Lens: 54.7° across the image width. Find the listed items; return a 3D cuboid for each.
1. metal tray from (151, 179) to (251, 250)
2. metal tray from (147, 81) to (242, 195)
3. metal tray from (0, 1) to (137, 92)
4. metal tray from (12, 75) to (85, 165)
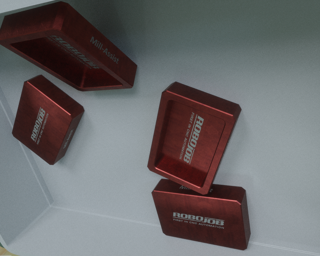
[{"bbox_3d":[0.060,0.124,0.451,0.130,0.030,0.089,1,119,27],"label":"metal tray"},{"bbox_3d":[0.039,0.016,0.394,0.090,0.030,0.129,22,127,14],"label":"metal tray"},{"bbox_3d":[-0.098,-0.083,0.352,0.090,0.030,0.130,0,162,29],"label":"metal tray"},{"bbox_3d":[-0.183,-0.009,0.496,0.090,0.030,0.129,37,129,3],"label":"metal tray"}]
